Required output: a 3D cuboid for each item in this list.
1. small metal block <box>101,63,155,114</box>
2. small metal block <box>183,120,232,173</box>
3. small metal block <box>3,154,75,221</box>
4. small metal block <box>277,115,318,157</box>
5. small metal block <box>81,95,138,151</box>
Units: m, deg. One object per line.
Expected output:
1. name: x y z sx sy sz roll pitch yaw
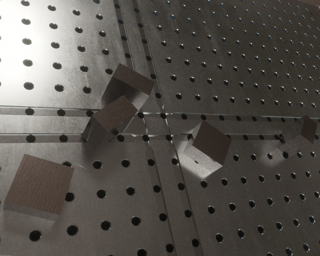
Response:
1. small metal block: -0.042 -0.048 0.400 0.050 0.050 0.025 27 52 -12
2. small metal block: 0.067 0.025 0.431 0.050 0.025 0.050 34 51 -6
3. small metal block: -0.119 0.060 0.308 0.050 0.025 0.050 20 54 -17
4. small metal block: 0.226 0.013 0.508 0.025 0.050 0.050 39 51 -3
5. small metal block: -0.060 -0.006 0.365 0.025 0.050 0.050 47 51 4
